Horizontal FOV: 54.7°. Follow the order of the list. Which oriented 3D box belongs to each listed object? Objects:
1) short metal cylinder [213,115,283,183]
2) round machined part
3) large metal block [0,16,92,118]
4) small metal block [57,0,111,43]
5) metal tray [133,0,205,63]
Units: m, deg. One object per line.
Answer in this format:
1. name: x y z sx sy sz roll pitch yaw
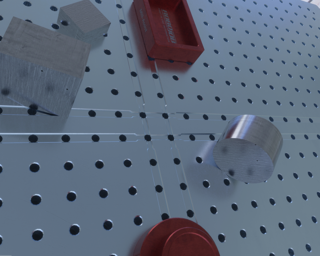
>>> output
1. short metal cylinder: 0.119 0.029 0.419 0.080 0.080 0.050 40 51 -2
2. round machined part: 0.024 0.142 0.323 0.099 0.042 0.098 14 56 -21
3. large metal block: -0.129 -0.062 0.341 0.081 0.080 0.050 17 55 -19
4. small metal block: -0.108 -0.152 0.442 0.050 0.025 0.050 47 51 4
5. metal tray: 0.013 -0.173 0.517 0.091 0.030 0.130 0 62 -28
